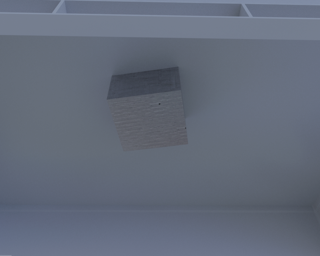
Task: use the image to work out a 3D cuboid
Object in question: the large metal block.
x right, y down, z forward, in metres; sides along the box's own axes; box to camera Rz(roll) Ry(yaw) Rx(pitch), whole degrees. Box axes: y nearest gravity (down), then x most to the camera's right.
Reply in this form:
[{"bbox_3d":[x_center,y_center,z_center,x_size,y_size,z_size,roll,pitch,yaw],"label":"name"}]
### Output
[{"bbox_3d":[-0.012,-0.021,0.374,0.080,0.050,0.080,-7,130,5],"label":"large metal block"}]
